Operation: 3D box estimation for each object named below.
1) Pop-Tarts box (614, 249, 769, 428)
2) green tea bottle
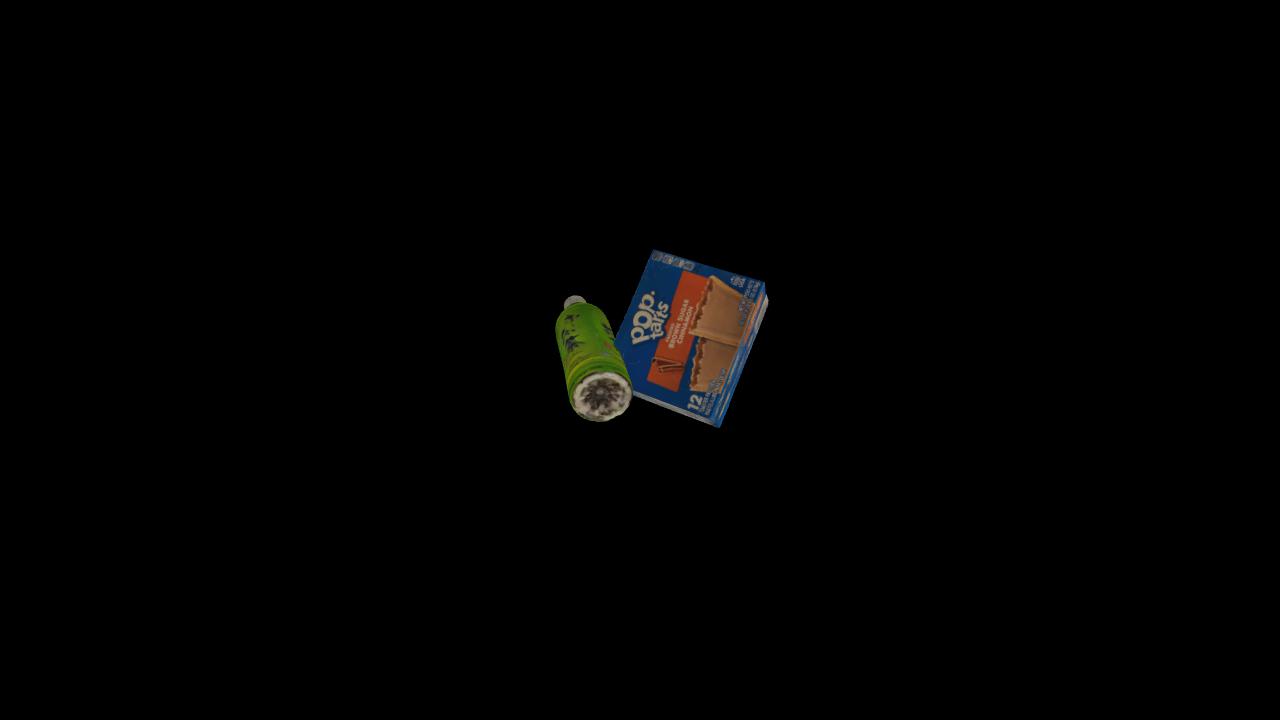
[{"bbox_3d":[0.055,-0.025,0.723,0.141,0.167,0.083,20,-9,19],"label":"Pop-Tarts box"},{"bbox_3d":[-0.063,-0.015,0.730,0.073,0.073,0.212,0,31,-17],"label":"green tea bottle"}]
